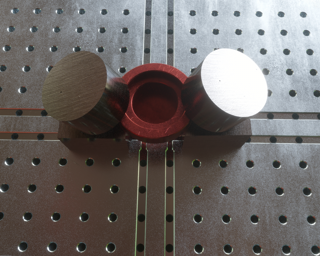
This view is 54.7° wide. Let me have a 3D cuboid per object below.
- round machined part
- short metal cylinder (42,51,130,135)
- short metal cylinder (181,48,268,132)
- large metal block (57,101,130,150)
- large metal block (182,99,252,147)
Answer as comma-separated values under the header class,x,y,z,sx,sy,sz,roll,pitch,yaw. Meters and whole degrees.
class,x,y,z,sx,sy,sz,roll,pitch,yaw
round machined part,-0.006,-0.027,0.381,0.099,0.042,0.098,0,70,0
short metal cylinder,-0.081,-0.038,0.345,0.080,0.050,0.080,-7,70,20
short metal cylinder,0.071,-0.041,0.347,0.081,0.050,0.080,7,68,-19
large metal block,-0.081,-0.017,0.404,0.080,0.050,0.080,1,70,0
large metal block,0.069,-0.020,0.406,0.081,0.050,0.080,-1,70,-1
